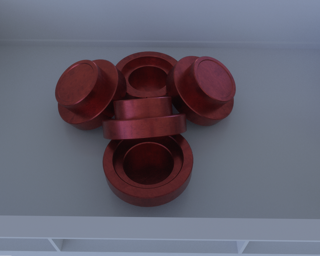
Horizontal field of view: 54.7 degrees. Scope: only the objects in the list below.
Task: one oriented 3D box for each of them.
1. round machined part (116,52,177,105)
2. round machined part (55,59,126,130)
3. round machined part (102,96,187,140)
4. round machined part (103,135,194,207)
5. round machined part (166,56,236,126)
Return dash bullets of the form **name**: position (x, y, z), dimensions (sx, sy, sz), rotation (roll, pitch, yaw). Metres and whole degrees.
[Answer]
- **round machined part**: position (-0.016, -0.063, 0.443), dimensions (0.099, 0.042, 0.098), rotation (0, 50, 0)
- **round machined part**: position (-0.097, -0.050, 0.405), dimensions (0.098, 0.042, 0.098), rotation (-13, 60, 24)
- **round machined part**: position (-0.019, -0.014, 0.366), dimensions (0.099, 0.098, 0.042), rotation (-5, 95, -4)
- **round machined part**: position (-0.013, 0.045, 0.353), dimensions (0.099, 0.042, 0.098), rotation (0, 50, 0)
- **round machined part**: position (0.061, -0.055, 0.409), dimensions (0.099, 0.042, 0.098), rotation (15, 58, -26)
